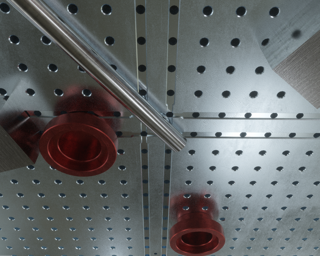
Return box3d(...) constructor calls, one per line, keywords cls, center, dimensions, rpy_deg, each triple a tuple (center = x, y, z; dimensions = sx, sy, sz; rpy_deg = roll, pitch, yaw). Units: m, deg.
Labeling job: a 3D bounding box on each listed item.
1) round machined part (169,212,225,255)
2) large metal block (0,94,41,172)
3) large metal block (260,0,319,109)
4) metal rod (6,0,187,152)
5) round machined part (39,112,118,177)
box3d(cls="round machined part", center=(0.066, 0.190, 0.563), dimensions=(0.099, 0.042, 0.097), rpy_deg=(0, 130, 0))
box3d(cls="large metal block", center=(-0.213, 0.011, 0.403), dimensions=(0.080, 0.050, 0.080), rpy_deg=(-14, 129, 11))
box3d(cls="large metal block", center=(0.170, -0.080, 0.329), dimensions=(0.080, 0.050, 0.080), rpy_deg=(32, 123, -24))
box3d(cls="metal rod", center=(-0.068, -0.065, 0.355), dimensions=(0.025, 0.025, 0.300), rpy_deg=(-32, 124, 24))
box3d(cls="round machined part", center=(-0.105, 0.018, 0.414), dimensions=(0.099, 0.042, 0.097), rpy_deg=(0, 130, 0))
